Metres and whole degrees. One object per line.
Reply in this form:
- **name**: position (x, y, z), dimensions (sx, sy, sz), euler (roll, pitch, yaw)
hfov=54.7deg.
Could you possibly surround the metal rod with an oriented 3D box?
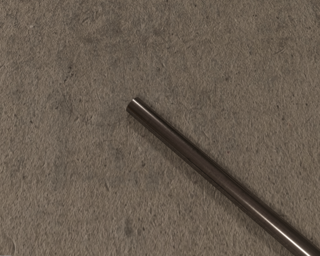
- **metal rod**: position (0.075, 0.063, 0.386), dimensions (0.300, 0.025, 0.025), euler (40, 75, 13)
